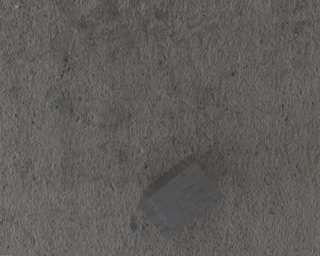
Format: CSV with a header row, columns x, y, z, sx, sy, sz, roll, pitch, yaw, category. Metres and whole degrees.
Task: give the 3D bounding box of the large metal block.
x,y,z,sx,sy,sz,roll,pitch,yaw,category
0.024,0.081,0.383,0.080,0.080,0.050,-39,90,0,large metal block
